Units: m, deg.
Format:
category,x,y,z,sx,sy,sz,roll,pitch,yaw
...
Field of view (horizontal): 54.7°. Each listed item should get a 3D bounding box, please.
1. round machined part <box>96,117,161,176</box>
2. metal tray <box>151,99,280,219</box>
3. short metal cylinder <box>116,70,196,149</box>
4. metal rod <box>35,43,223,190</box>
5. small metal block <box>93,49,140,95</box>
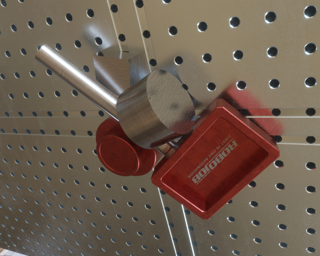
category,x,y,z,sx,sy,sz,roll,pitch,yaw
round machined part,-0.051,0.030,0.443,0.098,0.042,0.097,13,124,20
metal tray,0.063,0.041,0.372,0.090,0.030,0.129,37,114,-7
short metal cylinder,-0.004,-0.021,0.363,0.050,0.080,0.080,-28,103,37
metal rod,-0.026,-0.003,0.400,0.301,0.025,0.025,38,129,-8
small metal block,-0.054,-0.070,0.395,0.050,0.025,0.050,12,124,21
